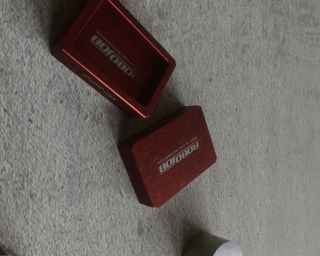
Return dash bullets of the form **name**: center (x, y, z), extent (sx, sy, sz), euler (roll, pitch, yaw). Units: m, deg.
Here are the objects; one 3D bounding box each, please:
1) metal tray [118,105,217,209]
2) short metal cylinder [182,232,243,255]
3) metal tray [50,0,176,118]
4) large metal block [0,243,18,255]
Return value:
- **metal tray**: center (0.016, 0.034, 0.415), extent (0.131, 0.030, 0.090), euler (-31, 109, -36)
- **short metal cylinder**: center (0.077, 0.200, 0.454), extent (0.081, 0.050, 0.079), euler (0, 90, -40)
- **metal tray**: center (-0.047, -0.082, 0.361), extent (0.130, 0.030, 0.090), euler (40, 66, -33)
- **large metal block**: center (-0.139, 0.150, 0.253), extent (0.080, 0.080, 0.050), euler (-51, 120, -28)
